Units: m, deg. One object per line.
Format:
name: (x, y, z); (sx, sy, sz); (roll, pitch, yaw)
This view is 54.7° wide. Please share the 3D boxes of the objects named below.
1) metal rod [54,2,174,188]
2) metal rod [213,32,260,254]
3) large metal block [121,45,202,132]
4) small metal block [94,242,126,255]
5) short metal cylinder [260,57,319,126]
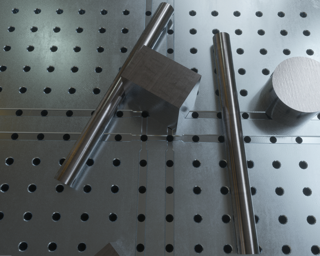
metal rod: (-0.055, -0.058, 0.432); (0.025, 0.025, 0.300); (25, 72, 8)
metal rod: (0.097, 0.005, 0.410); (0.025, 0.025, 0.299); (-2, 70, -1)
large metal block: (0.001, -0.048, 0.400); (0.080, 0.080, 0.050); (30, 73, 10)
small metal block: (-0.064, 0.153, 0.342); (0.050, 0.050, 0.025); (-39, 75, -13)
short metal cylinder: (0.183, -0.048, 0.417); (0.081, 0.050, 0.080); (0, 70, 0)
